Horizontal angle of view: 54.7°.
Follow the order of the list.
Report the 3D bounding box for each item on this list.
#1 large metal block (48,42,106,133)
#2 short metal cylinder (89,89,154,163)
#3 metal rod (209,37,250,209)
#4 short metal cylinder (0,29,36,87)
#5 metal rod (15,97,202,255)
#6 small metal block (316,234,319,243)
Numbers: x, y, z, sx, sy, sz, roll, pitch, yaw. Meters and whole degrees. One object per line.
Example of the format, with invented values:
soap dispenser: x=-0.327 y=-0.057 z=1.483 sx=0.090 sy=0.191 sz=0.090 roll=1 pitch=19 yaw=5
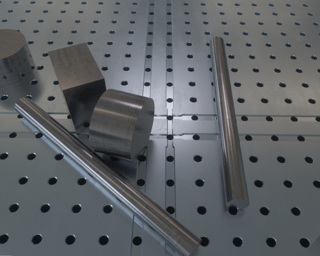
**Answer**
large metal block: x=-0.106 y=-0.054 z=0.416 sx=0.050 sy=0.080 sz=0.080 roll=-19 pitch=53 yaw=-16
short metal cylinder: x=-0.044 y=-0.003 z=0.374 sx=0.050 sy=0.080 sz=0.080 roll=15 pitch=52 yaw=12
metal rod: x=0.091 y=-0.031 z=0.434 sx=0.025 sy=0.025 sz=0.300 roll=2 pitch=50 yaw=1
short metal cylinder: x=-0.243 y=-0.110 z=0.482 sx=0.081 sy=0.050 sz=0.080 roll=0 pitch=50 yaw=0
metal rod: x=-0.078 y=0.044 z=0.369 sx=0.300 sy=0.025 sz=0.025 roll=34 pitch=58 yaw=25
small metal block: x=0.200 y=0.110 z=0.317 sx=0.050 sy=0.025 sz=0.050 roll=-37 pitch=59 yaw=-27
